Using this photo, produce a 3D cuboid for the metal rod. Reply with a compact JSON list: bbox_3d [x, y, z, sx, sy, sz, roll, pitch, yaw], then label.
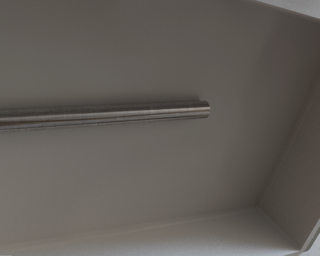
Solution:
[{"bbox_3d":[-0.073,-0.014,0.360,0.303,0.025,0.025,-5,121,-27],"label":"metal rod"}]
